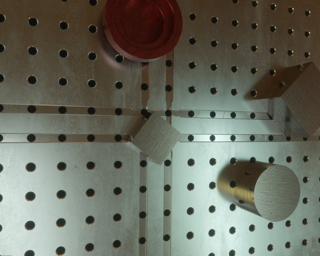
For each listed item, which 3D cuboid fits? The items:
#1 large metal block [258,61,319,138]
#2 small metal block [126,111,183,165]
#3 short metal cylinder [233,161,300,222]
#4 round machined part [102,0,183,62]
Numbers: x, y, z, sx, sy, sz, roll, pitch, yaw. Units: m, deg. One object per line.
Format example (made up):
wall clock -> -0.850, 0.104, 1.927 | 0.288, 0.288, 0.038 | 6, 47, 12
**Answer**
large metal block -> 0.214, -0.042, 0.478 | 0.080, 0.050, 0.080 | -45, 104, -15
small metal block -> -0.007, 0.013, 0.410 | 0.050, 0.025, 0.050 | 40, 77, -16
short metal cylinder -> 0.157, 0.091, 0.457 | 0.081, 0.050, 0.079 | 0, 90, -20
round machined part -> -0.024, -0.132, 0.394 | 0.099, 0.042, 0.097 | 0, 90, -20
